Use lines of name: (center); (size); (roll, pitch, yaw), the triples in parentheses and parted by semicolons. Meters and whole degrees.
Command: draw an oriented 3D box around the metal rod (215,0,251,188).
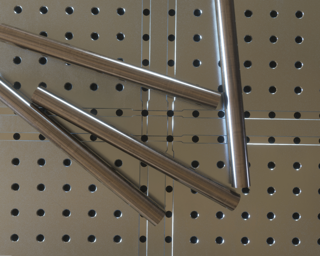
metal rod: (0.095, -0.071, 0.413); (0.025, 0.025, 0.298); (-5, 90, 0)

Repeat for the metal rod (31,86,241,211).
metal rod: (-0.031, 0.027, 0.413); (0.301, 0.025, 0.025); (29, 90, 0)

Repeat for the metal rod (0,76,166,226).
metal rod: (-0.116, 0.026, 0.412); (0.300, 0.025, 0.025); (39, 90, 0)

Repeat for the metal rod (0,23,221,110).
metal rod: (-0.067, -0.081, 0.412); (0.301, 0.025, 0.025); (18, 90, 0)
